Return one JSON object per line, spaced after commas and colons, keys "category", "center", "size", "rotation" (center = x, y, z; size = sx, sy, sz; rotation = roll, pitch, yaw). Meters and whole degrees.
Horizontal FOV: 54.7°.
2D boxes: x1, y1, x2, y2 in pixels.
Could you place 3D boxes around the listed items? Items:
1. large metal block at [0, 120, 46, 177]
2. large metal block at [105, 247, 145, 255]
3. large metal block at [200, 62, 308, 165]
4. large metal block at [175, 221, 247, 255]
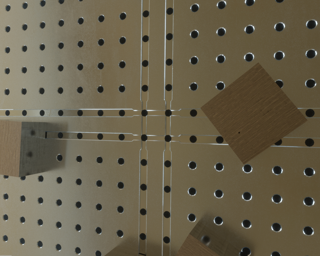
{"category": "large metal block", "center": [-0.228, 0.028, 0.478], "size": [0.080, 0.050, 0.079], "rotation": [4, 91, 19]}
{"category": "large metal block", "center": [-0.040, 0.217, 0.413], "size": [0.080, 0.050, 0.079], "rotation": [8, 93, 19]}
{"category": "large metal block", "center": [0.108, -0.016, 0.361], "size": [0.080, 0.050, 0.080], "rotation": [-39, 78, 15]}
{"category": "large metal block", "center": [0.056, 0.177, 0.379], "size": [0.080, 0.050, 0.080], "rotation": [32, 100, 16]}
